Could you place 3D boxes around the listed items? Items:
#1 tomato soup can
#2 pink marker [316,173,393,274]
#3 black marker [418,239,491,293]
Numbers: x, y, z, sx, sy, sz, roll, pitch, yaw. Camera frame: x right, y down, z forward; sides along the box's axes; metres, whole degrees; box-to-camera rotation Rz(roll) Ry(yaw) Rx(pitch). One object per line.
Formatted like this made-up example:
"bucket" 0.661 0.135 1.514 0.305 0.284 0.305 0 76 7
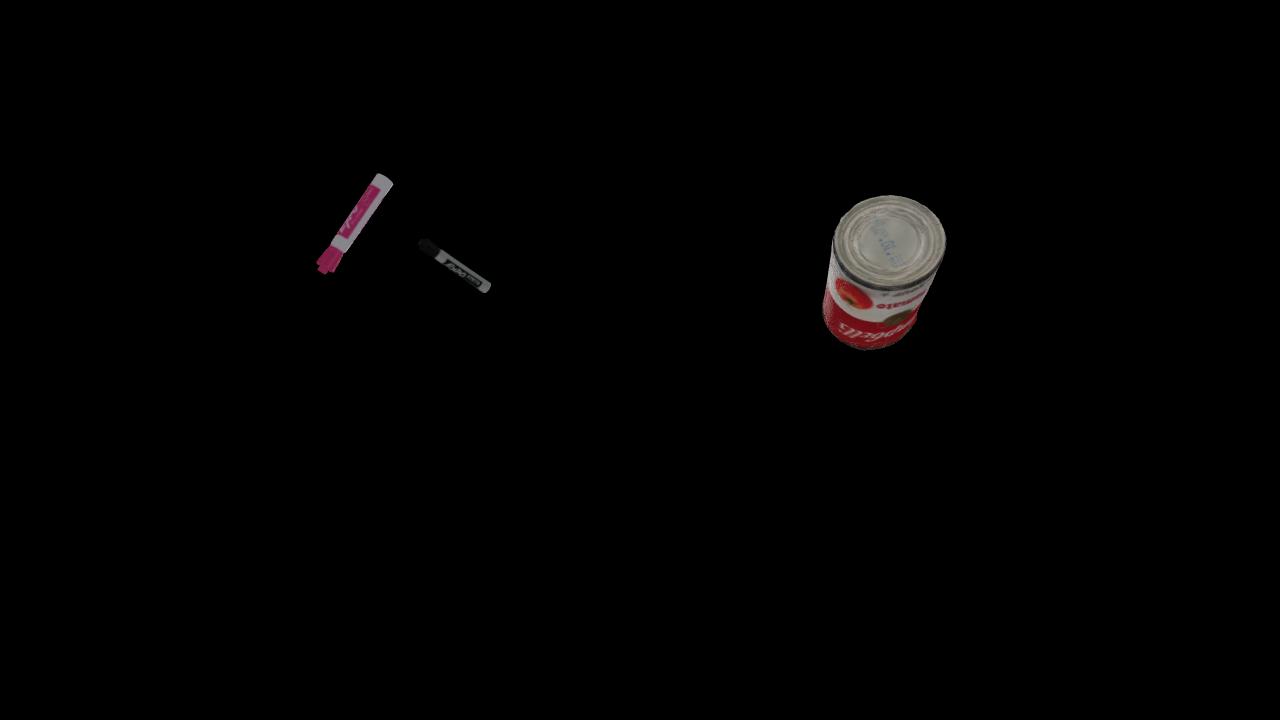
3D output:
"tomato soup can" 0.163 -0.057 0.421 0.068 0.068 0.101 0 -21 12
"pink marker" -0.300 -0.142 0.646 0.020 0.121 0.020 26 -14 7
"black marker" -0.266 -0.136 0.885 0.020 0.020 0.121 0 -27 43
